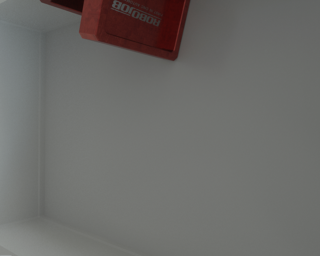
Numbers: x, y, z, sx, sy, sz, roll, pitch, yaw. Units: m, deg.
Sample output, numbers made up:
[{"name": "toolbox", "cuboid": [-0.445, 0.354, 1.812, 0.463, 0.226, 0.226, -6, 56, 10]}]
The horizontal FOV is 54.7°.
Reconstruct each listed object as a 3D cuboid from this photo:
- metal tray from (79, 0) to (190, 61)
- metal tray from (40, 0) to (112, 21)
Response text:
[{"name": "metal tray", "cuboid": [-0.022, -0.133, 0.355, 0.030, 0.131, 0.089, 21, 103, 39]}, {"name": "metal tray", "cuboid": [-0.072, -0.167, 0.395, 0.090, 0.131, 0.030, 1, 91, 40]}]
